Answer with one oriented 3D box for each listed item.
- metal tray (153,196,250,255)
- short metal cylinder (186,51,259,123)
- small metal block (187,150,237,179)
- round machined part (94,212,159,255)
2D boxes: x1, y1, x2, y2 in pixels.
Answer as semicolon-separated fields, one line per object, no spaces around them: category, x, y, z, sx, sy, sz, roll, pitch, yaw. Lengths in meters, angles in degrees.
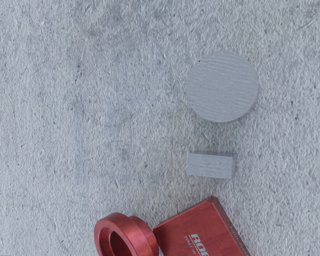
metal tray;0.061;0.163;0.385;0.090;0.030;0.130;-33;80;17
short metal cylinder;0.076;-0.046;0.369;0.080;0.050;0.080;0;90;20
small metal block;0.064;0.043;0.373;0.050;0.050;0.025;3;91;20
round machined part;-0.039;0.154;0.399;0.098;0.042;0.097;19;119;41
